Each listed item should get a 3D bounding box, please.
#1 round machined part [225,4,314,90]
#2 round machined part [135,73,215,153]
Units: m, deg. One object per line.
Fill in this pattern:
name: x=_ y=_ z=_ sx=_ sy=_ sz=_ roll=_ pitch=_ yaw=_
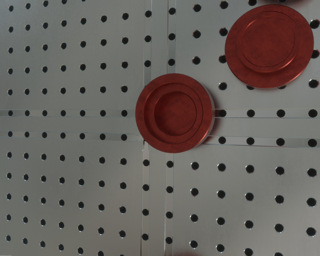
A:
round machined part: x=0.125 y=-0.095 z=0.360 sx=0.098 sy=0.042 sz=0.097 roll=0 pitch=90 yaw=20
round machined part: x=0.022 y=-0.018 z=0.396 sx=0.098 sy=0.042 sz=0.097 roll=0 pitch=90 yaw=20
